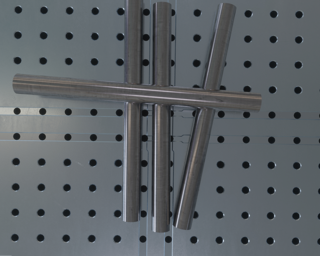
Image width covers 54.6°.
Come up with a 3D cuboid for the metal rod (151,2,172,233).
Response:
[{"bbox_3d":[0.002,-0.014,0.413,0.025,0.025,0.298,0,90,0],"label":"metal rod"}]

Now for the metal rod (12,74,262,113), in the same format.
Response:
[{"bbox_3d":[-0.027,-0.043,0.387,0.302,0.025,0.025,5,90,0],"label":"metal rod"}]

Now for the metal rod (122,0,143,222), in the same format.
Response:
[{"bbox_3d":[-0.036,-0.028,0.413,0.025,0.025,0.298,1,90,0],"label":"metal rod"}]

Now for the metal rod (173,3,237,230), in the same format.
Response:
[{"bbox_3d":[0.059,-0.015,0.413,0.025,0.025,0.299,12,90,0],"label":"metal rod"}]
